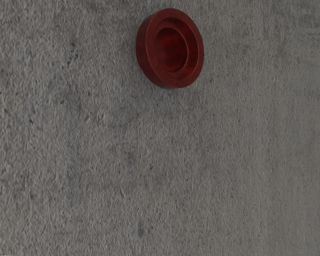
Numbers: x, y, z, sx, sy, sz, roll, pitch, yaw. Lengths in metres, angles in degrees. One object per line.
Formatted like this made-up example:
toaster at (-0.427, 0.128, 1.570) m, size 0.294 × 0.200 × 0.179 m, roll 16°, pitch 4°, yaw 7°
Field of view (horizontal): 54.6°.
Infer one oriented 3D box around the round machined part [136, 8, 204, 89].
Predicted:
round machined part at (0.008, -0.098, 0.399) m, size 0.099 × 0.042 × 0.097 m, roll 0°, pitch 90°, yaw -40°
